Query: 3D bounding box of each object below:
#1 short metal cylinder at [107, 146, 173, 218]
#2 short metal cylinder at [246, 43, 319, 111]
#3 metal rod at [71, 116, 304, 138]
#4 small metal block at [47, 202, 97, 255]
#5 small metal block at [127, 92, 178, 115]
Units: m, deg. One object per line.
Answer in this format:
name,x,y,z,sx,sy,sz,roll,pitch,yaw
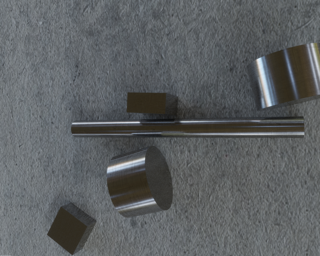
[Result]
short metal cylinder,-0.023,0.067,0.387,0.050,0.080,0.080,-17,85,19
short metal cylinder,0.139,-0.052,0.331,0.080,0.080,0.050,-13,86,19
metal rod,0.020,0.000,0.401,0.301,0.025,0.025,0,90,19
small metal block,-0.129,0.146,0.453,0.050,0.025,0.050,31,100,17
small metal block,-0.009,-0.030,0.398,0.050,0.050,0.025,3,91,19
